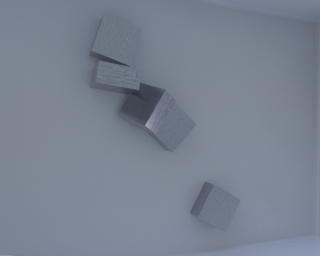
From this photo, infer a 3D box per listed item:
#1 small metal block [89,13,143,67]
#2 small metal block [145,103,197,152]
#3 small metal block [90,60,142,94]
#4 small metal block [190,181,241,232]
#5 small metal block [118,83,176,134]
[{"bbox_3d":[-0.056,-0.108,0.390,0.050,0.025,0.050,19,84,-20],"label":"small metal block"},{"bbox_3d":[0.012,-0.003,0.416,0.050,0.025,0.050,45,76,-15],"label":"small metal block"},{"bbox_3d":[-0.055,-0.060,0.378,0.050,0.050,0.025,8,87,-20],"label":"small metal block"},{"bbox_3d":[0.079,0.112,0.441,0.050,0.025,0.050,32,80,-18],"label":"small metal block"},{"bbox_3d":[-0.017,-0.026,0.389,0.025,0.050,0.050,42,74,-49],"label":"small metal block"}]
